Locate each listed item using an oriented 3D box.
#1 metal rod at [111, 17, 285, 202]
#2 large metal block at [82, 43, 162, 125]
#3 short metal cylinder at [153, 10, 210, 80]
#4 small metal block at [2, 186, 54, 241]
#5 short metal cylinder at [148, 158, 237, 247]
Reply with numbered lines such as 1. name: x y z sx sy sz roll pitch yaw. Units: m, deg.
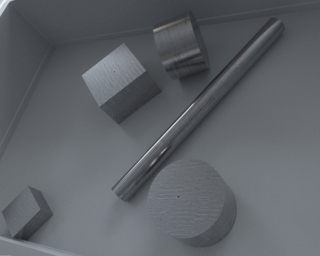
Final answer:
1. metal rod: 0.052 -0.027 0.393 0.300 0.025 0.025 -47 52 -5
2. large metal block: -0.058 -0.066 0.459 0.080 0.050 0.080 -37 51 3
3. short metal cylinder: 0.031 -0.111 0.421 0.050 0.080 0.080 -17 55 18
4. small metal block: -0.183 0.117 0.427 0.050 0.025 0.050 -46 51 -4
5. short metal cylinder: 0.034 0.078 0.323 0.080 0.050 0.080 -13 56 20
